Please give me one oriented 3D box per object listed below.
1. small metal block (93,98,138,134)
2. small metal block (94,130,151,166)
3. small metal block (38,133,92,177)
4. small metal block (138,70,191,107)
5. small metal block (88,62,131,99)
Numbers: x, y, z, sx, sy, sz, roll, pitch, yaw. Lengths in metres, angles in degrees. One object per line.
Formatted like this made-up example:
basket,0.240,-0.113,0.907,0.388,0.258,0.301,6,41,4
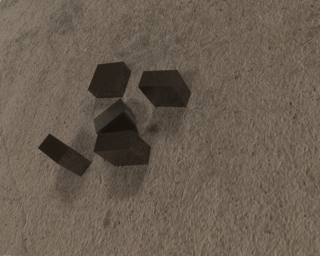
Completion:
small metal block,-0.063,-0.010,0.430,0.050,0.025,0.050,-38,27,2
small metal block,-0.047,0.027,0.394,0.050,0.050,0.025,-6,60,24
small metal block,-0.132,0.038,0.432,0.050,0.050,0.025,26,76,36
small metal block,0.007,-0.052,0.415,0.050,0.050,0.025,3,64,29
small metal block,-0.079,-0.075,0.490,0.050,0.025,0.050,0,62,28
